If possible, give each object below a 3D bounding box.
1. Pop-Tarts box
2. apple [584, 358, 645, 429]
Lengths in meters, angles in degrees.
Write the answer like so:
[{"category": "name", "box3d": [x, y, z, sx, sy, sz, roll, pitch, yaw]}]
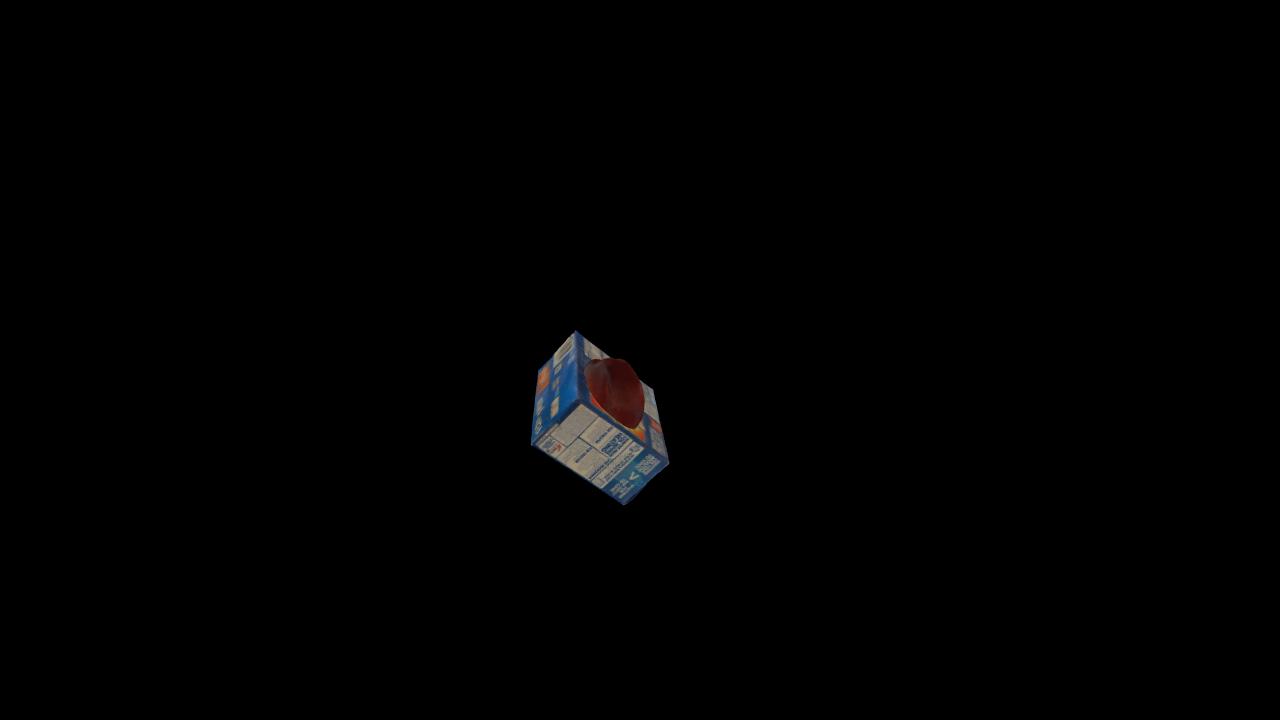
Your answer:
[{"category": "Pop-Tarts box", "box3d": [-0.051, 0.066, 0.751, 0.141, 0.083, 0.167, 38, 19, -23]}, {"category": "apple", "box3d": [-0.033, 0.045, 0.705, 0.079, 0.093, 0.079, -1, -6, 0]}]
